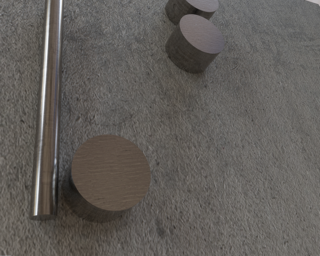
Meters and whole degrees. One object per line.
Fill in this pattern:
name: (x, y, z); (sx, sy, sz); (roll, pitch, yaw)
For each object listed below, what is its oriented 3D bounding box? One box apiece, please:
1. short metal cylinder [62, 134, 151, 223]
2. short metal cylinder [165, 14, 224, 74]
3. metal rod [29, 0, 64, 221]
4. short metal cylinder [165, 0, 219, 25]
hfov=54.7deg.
short metal cylinder: (-0.057, 0.053, 0.325); (0.081, 0.050, 0.080); (14, 56, -21)
short metal cylinder: (0.056, -0.135, 0.500); (0.081, 0.050, 0.080); (14, 56, -21)
metal rod: (-0.128, -0.046, 0.362); (0.025, 0.025, 0.299); (6, 59, -25)
short metal cylinder: (0.056, -0.217, 0.550); (0.081, 0.050, 0.080); (14, 56, -21)
